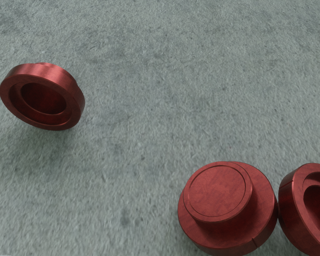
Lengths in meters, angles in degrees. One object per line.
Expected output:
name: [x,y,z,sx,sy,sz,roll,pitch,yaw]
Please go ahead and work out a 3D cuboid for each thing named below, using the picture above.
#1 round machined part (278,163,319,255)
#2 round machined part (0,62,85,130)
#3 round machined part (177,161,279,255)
round machined part: [0.158,0.087,0.307,0.099,0.042,0.098,14,52,-18]
round machined part: [-0.143,-0.043,0.391,0.099,0.097,0.042,6,50,4]
round machined part: [0.062,0.072,0.308,0.098,0.042,0.098,-19,40,17]
